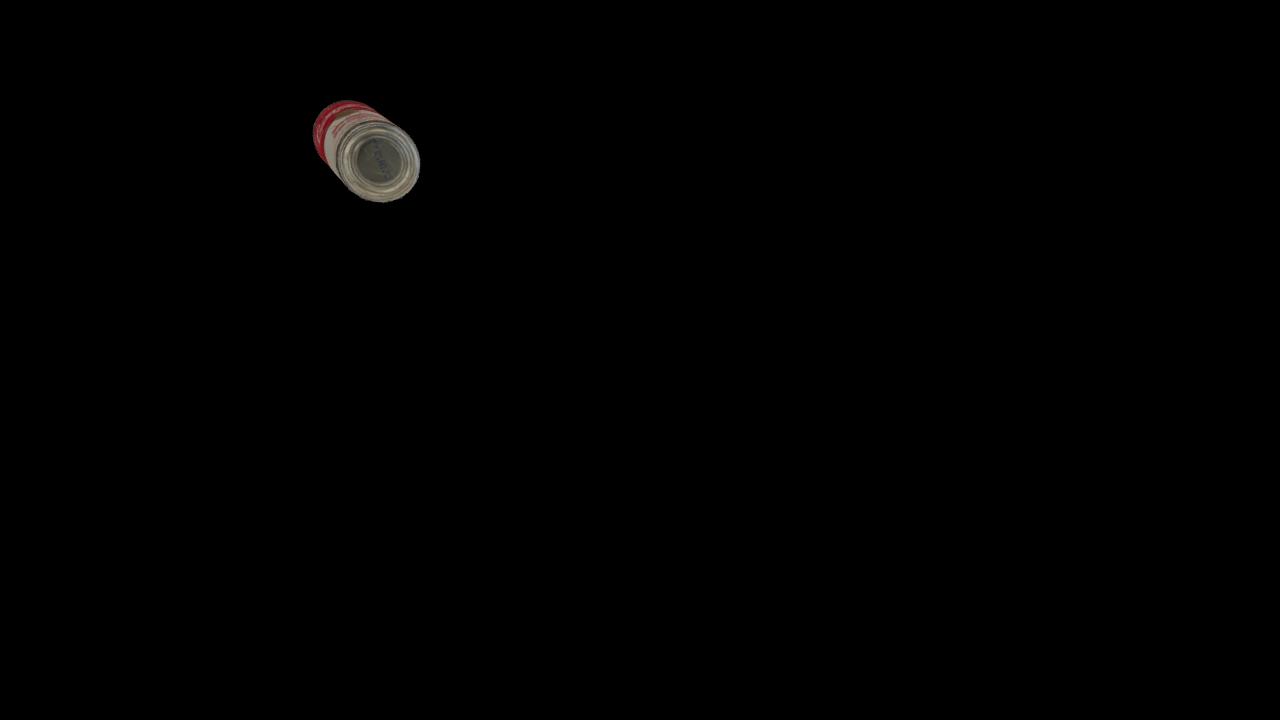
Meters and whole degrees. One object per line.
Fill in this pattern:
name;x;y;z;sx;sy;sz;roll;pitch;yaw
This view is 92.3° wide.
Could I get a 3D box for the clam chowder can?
clam chowder can;-0.239;-0.182;0.536;0.068;0.068;0.102;0;27;-39
